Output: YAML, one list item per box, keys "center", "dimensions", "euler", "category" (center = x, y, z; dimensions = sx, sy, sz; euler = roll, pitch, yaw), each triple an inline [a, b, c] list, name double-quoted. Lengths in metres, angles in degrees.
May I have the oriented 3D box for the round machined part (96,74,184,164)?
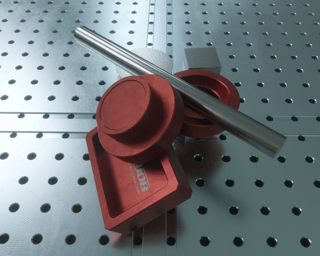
- center: [-0.028, -0.015, 0.324]
  dimensions: [0.098, 0.042, 0.098]
  euler: [-15, 58, 26]
  category: "round machined part"

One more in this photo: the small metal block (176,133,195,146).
- center: [0.035, -0.011, 0.417]
  dimensions: [0.050, 0.025, 0.050]
  euler: [-32, 57, -24]
  category: "small metal block"

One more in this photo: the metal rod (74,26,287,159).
- center: [0.004, -0.055, 0.367]
  dimensions: [0.300, 0.025, 0.025]
  euler: [33, 58, 25]
  category: "metal rod"

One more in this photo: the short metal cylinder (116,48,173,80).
- center: [-0.022, -0.072, 0.452]
  dimensions: [0.081, 0.050, 0.080]
  euler: [0, 50, 0]
  category: "short metal cylinder"

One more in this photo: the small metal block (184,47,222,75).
- center: [0.066, -0.103, 0.494]
  dimensions: [0.050, 0.025, 0.050]
  euler: [-4, 50, -3]
  category: "small metal block"

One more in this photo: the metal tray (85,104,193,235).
- center: [-0.030, 0.038, 0.344]
  dimensions: [0.090, 0.030, 0.130]
  euler: [-34, 51, 13]
  category: "metal tray"

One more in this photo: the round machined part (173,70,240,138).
- center: [0.046, -0.026, 0.386]
  dimensions: [0.099, 0.042, 0.098]
  euler: [0, 50, 0]
  category: "round machined part"
